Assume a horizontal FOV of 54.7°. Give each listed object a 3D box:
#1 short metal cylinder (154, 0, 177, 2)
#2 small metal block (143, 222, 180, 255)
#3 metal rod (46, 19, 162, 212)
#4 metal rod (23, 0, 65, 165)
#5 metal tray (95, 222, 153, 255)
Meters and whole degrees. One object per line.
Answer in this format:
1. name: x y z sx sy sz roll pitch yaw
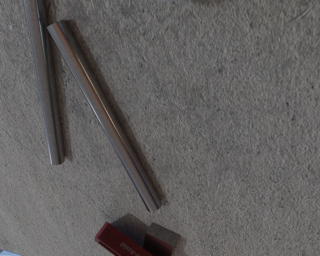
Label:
1. short metal cylinder: 0.013 -0.162 0.283 0.080 0.050 0.079 13 124 20
2. small metal block: 0.001 0.194 0.525 0.050 0.025 0.050 21 126 15
3. metal rod: -0.070 -0.004 0.439 0.025 0.025 0.299 -14 112 33
4. metal rod: -0.166 -0.069 0.449 0.025 0.025 0.298 17 125 18
5. metal tray: -0.053 0.220 0.542 0.130 0.030 0.090 35 154 4
